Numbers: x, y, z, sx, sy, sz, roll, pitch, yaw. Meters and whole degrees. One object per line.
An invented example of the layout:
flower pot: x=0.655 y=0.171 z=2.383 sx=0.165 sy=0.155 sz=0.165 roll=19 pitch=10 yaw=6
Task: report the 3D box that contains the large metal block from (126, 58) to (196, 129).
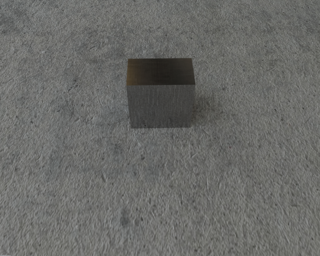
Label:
large metal block: x=0.000 y=-0.044 z=0.406 sx=0.081 sy=0.080 sz=0.050 roll=-1 pitch=50 yaw=-1
